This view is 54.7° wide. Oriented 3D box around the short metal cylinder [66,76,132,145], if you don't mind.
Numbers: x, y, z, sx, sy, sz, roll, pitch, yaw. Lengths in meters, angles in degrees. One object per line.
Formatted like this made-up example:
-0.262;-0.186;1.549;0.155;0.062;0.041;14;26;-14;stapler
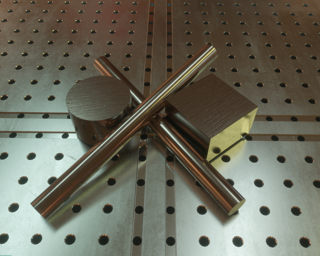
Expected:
-0.077;-0.023;0.405;0.081;0.050;0.080;0;50;0;short metal cylinder

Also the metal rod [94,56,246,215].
-0.005;-0.008;0.409;0.025;0.025;0.300;-29;56;-22;metal rod

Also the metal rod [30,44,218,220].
-0.029;-0.009;0.383;0.025;0.025;0.301;35;66;25;metal rod

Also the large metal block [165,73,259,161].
0.063;-0.015;0.399;0.081;0.050;0.080;-31;57;-24;large metal block
